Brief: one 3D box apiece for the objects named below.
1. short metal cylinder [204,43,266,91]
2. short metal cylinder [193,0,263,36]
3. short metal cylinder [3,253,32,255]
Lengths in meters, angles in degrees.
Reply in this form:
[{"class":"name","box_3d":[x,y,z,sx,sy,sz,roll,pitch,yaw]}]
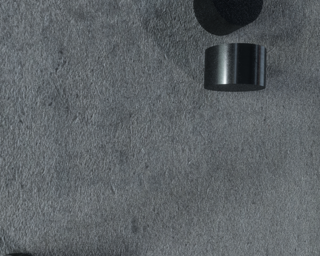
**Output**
[{"class":"short metal cylinder","box_3d":[0.100,-0.078,0.416,0.081,0.080,0.050,2,90,-20]},{"class":"short metal cylinder","box_3d":[0.094,-0.175,0.430,0.081,0.050,0.080,0,90,-20]},{"class":"short metal cylinder","box_3d":[-0.163,0.186,0.336,0.081,0.050,0.080,0,90,-20]}]
